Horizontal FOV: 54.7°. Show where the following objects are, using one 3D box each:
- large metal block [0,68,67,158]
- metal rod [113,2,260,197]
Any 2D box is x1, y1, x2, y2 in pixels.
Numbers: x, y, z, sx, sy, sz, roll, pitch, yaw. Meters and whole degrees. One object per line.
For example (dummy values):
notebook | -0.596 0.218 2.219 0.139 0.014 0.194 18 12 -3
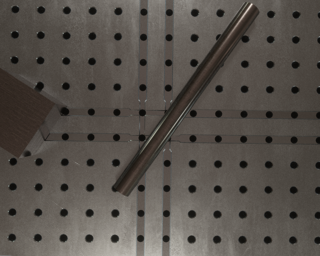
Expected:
large metal block | -0.182 -0.018 0.398 0.080 0.050 0.080 33 90 -1
metal rod | 0.035 -0.038 0.413 0.025 0.025 0.299 36 90 -1
